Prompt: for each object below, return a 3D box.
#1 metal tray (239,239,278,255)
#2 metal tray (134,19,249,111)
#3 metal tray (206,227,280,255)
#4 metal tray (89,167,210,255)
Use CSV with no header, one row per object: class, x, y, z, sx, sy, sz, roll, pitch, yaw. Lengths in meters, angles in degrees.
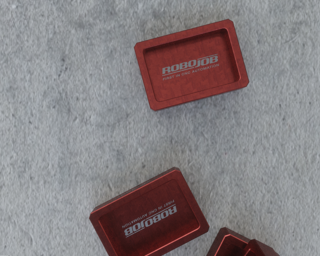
metal tray,0.098,0.207,0.354,0.030,0.090,0.129,30,99,-11
metal tray,0.040,-0.080,0.407,0.131,0.030,0.089,-15,90,-1
metal tray,0.095,0.211,0.408,0.090,0.030,0.130,27,90,-1
metal tray,-0.013,0.120,0.407,0.131,0.030,0.090,-27,90,-1
